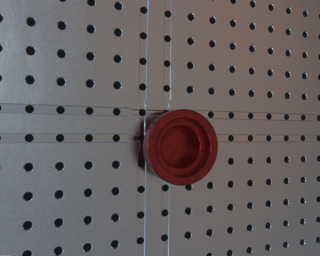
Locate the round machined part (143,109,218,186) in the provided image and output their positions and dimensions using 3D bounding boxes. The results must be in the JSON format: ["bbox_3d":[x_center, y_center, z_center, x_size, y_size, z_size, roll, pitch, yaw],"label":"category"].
[{"bbox_3d":[0.024,0.025,0.414,0.099,0.042,0.097,0,90,-21],"label":"round machined part"}]
